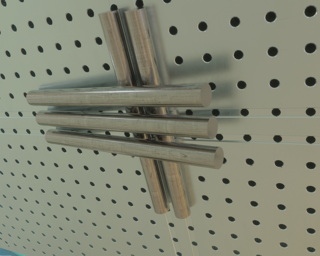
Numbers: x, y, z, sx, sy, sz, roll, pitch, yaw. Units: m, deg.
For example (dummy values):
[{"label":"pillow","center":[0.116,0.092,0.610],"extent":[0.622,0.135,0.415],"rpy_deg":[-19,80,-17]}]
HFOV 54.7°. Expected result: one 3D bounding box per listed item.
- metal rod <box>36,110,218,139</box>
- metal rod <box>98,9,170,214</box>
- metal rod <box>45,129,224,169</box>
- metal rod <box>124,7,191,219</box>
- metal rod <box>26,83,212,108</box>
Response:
[{"label":"metal rod","center":[-0.067,-0.008,0.413],"extent":[0.300,0.025,0.025],"rpy_deg":[4,121,35]},{"label":"metal rod","center":[-0.028,-0.004,0.422],"extent":[0.025,0.025,0.298],"rpy_deg":[1,119,27]},{"label":"metal rod","center":[-0.057,0.023,0.427],"extent":[0.300,0.025,0.025],"rpy_deg":[5,121,35]},{"label":"metal rod","center":[0.003,-0.001,0.408],"extent":[0.025,0.025,0.298],"rpy_deg":[1,119,27]},{"label":"metal rod","center":[-0.076,-0.040,0.398],"extent":[0.300,0.025,0.025],"rpy_deg":[3,120,35]}]
